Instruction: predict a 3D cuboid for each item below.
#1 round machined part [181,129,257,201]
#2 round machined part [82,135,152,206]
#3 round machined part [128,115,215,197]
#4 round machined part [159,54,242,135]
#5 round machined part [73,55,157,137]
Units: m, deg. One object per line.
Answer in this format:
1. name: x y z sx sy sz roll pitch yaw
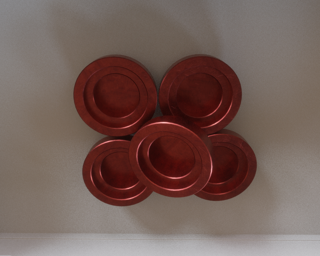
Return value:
1. round machined part: 0.076 0.046 0.418 0.099 0.042 0.097 0 110 -1
2. round machined part: -0.051 0.053 0.419 0.099 0.042 0.097 0 110 -1
3. round machined part: 0.016 0.030 0.366 0.098 0.042 0.097 8 116 16
4. round machined part: 0.048 -0.043 0.385 0.099 0.042 0.097 0 110 -1
5. round machined part: -0.053 -0.042 0.384 0.099 0.042 0.097 0 110 -1
